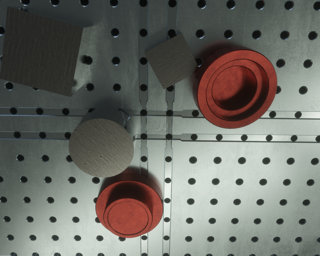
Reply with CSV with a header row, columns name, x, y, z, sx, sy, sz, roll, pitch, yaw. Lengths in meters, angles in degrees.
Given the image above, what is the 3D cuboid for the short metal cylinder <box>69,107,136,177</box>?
name,x,y,z,sx,sy,sz,roll,pitch,yaw
short metal cylinder,-0.072,0.017,0.406,0.081,0.050,0.079,0,110,0

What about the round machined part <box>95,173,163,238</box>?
name,x,y,z,sx,sy,sz,roll,pitch,yaw
round machined part,-0.044,0.118,0.447,0.099,0.042,0.097,0,110,0

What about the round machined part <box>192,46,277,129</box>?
name,x,y,z,sx,sy,sz,roll,pitch,yaw
round machined part,0.088,-0.051,0.380,0.099,0.042,0.097,-4,115,-8

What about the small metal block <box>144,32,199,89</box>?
name,x,y,z,sx,sy,sz,roll,pitch,yaw
small metal block,0.015,-0.083,0.383,0.050,0.025,0.050,-26,108,9

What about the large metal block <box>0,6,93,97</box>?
name,x,y,z,sx,sy,sz,roll,pitch,yaw
large metal block,-0.132,-0.090,0.365,0.080,0.050,0.079,15,109,-6
